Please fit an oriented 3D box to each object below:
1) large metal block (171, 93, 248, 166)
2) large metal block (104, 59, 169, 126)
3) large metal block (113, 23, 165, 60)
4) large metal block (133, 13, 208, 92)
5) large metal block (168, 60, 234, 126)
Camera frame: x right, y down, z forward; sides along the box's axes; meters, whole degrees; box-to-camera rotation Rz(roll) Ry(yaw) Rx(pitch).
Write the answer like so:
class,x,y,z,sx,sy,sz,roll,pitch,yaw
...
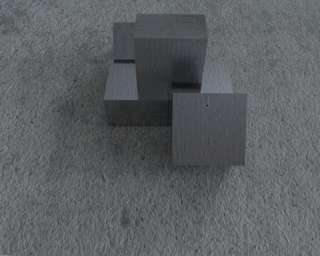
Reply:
class,x,y,z,sx,sy,sz,roll,pitch,yaw
large metal block,0.054,-0.001,0.362,0.081,0.079,0.050,1,6,0
large metal block,-0.029,-0.049,0.427,0.081,0.050,0.080,1,50,0
large metal block,-0.024,-0.124,0.465,0.081,0.050,0.080,0,6,0
large metal block,0.012,-0.090,0.381,0.081,0.080,0.050,1,50,0
large metal block,0.052,-0.049,0.428,0.081,0.050,0.080,1,50,0
